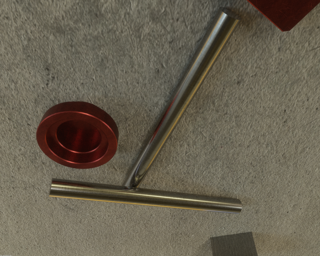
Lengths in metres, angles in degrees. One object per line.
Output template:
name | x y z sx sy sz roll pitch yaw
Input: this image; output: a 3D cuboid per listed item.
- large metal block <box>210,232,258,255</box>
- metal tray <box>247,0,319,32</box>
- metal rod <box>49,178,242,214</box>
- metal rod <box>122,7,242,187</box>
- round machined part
large metal block | 0.144 0.252 0.588 0.080 0.080 0.050 -11 129 9
metal tray | 0.100 -0.159 0.270 0.131 0.030 0.090 29 124 -23
metal rod | -0.008 0.106 0.469 0.302 0.025 0.025 11 130 -21
metal rod | 0.011 -0.010 0.398 0.025 0.025 0.298 18 128 -15
round machined part | -0.103 0.005 0.399 0.099 0.042 0.097 -1 130 0
